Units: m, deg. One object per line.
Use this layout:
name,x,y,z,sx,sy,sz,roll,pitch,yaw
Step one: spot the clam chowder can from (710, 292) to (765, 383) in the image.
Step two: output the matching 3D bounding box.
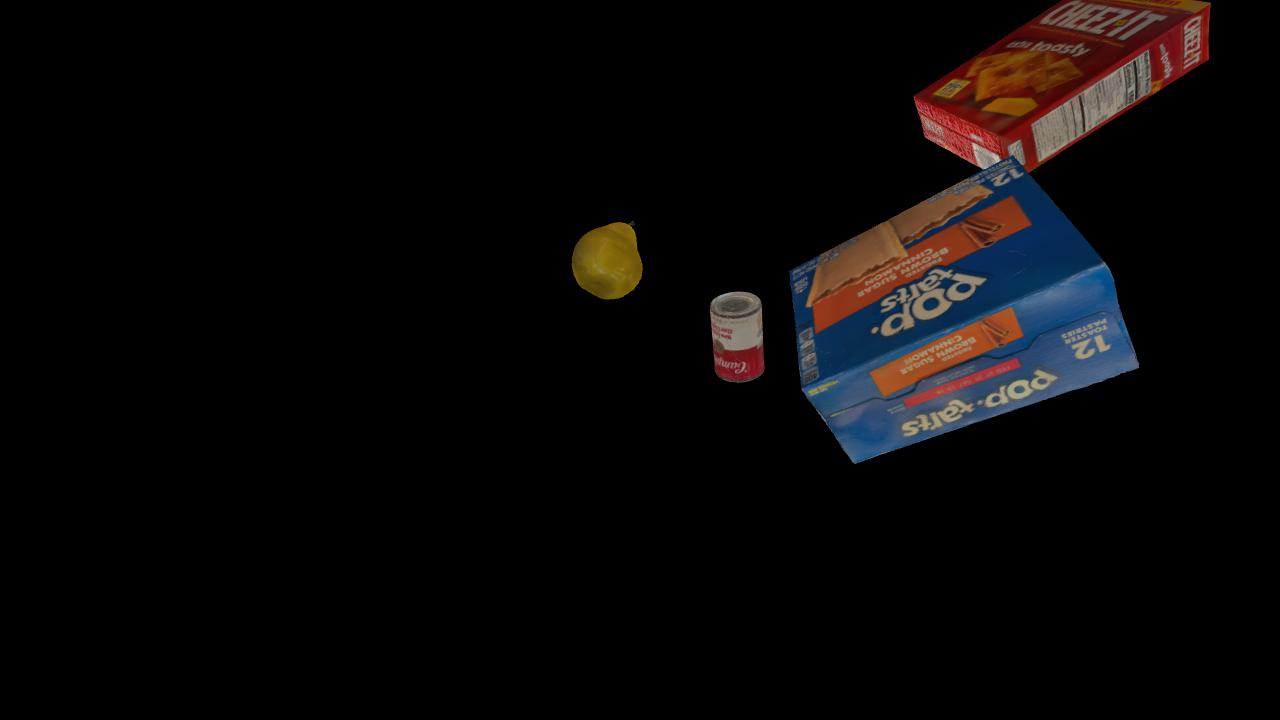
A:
clam chowder can,0.129,-0.031,0.810,0.068,0.102,0.068,-6,32,4

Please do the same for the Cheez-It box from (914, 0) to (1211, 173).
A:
Cheez-It box,0.455,-0.312,0.686,0.223,0.071,0.166,-32,38,10

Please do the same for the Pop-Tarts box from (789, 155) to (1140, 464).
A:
Pop-Tarts box,0.194,-0.033,0.407,0.167,0.083,0.141,-27,31,29

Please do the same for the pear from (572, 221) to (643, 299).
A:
pear,-0.030,-0.126,0.685,0.080,0.111,0.080,11,-28,6
